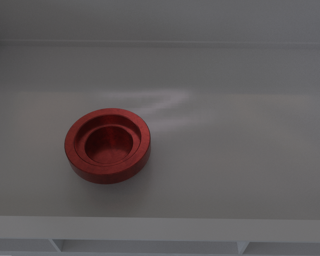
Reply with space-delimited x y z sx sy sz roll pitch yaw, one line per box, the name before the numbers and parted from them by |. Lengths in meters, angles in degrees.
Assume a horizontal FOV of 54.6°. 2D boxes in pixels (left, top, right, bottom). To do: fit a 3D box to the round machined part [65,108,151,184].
round machined part | -0.060 0.025 0.373 0.099 0.042 0.098 0 50 0
